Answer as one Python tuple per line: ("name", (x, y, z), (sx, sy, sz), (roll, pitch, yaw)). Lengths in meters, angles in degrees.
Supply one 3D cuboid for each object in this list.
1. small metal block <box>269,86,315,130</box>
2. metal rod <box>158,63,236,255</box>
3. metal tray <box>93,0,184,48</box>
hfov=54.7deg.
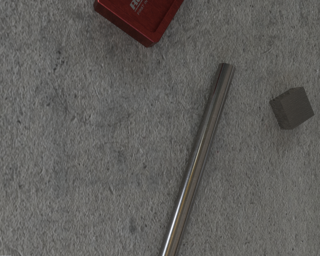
("small metal block", (0.208, -0.031, 0.488), (0.050, 0.025, 0.050), (-29, 100, -18))
("metal rod", (0.050, 0.053, 0.428), (0.025, 0.025, 0.299), (21, 83, -19))
("metal tray", (-0.014, -0.183, 0.401), (0.090, 0.030, 0.130), (33, 79, -18))
